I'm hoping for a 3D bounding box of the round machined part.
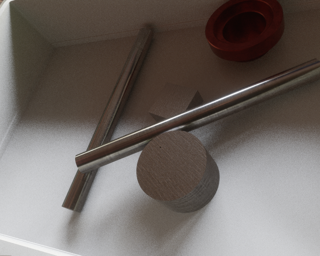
[{"bbox_3d":[0.114,-0.127,0.413,0.098,0.042,0.098,-13,56,20],"label":"round machined part"}]

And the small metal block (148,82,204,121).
[{"bbox_3d":[0.021,-0.029,0.411,0.050,0.025,0.050,20,72,35],"label":"small metal block"}]

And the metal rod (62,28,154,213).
[{"bbox_3d":[-0.068,-0.026,0.455,0.025,0.025,0.300,6,64,30],"label":"metal rod"}]

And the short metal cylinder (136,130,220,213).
[{"bbox_3d":[0.021,0.049,0.347,0.080,0.050,0.080,-13,57,20],"label":"short metal cylinder"}]

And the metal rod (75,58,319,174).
[{"bbox_3d":[0.041,-0.012,0.366,0.301,0.025,0.025,-22,53,5],"label":"metal rod"}]
